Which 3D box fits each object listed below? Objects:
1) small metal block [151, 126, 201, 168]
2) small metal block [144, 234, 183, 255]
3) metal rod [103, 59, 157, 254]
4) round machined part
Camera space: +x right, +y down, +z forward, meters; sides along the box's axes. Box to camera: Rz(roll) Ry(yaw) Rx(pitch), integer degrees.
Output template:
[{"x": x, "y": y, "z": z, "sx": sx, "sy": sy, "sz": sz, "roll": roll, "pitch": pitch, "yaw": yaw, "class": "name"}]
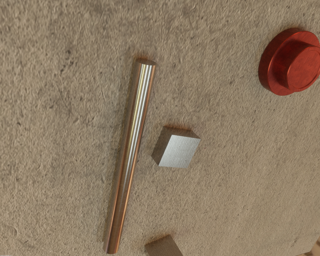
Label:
[{"x": 0.022, "y": 0.028, "z": 0.438, "sx": 0.050, "sy": 0.025, "sz": 0.050, "roll": 9, "pitch": 114, "yaw": -33, "class": "small metal block"}, {"x": 0.007, "y": 0.219, "z": 0.532, "sx": 0.050, "sy": 0.050, "sz": 0.025, "roll": -17, "pitch": 125, "yaw": -19, "class": "small metal block"}, {"x": -0.046, "y": 0.055, "z": 0.417, "sx": 0.025, "sy": 0.025, "sz": 0.298, "roll": -2, "pitch": 119, "yaw": -28, "class": "metal rod"}, {"x": 0.196, "y": -0.091, "z": 0.449, "sx": 0.099, "sy": 0.042, "sz": 0.097, "roll": -14, "pitch": 125, "yaw": -21, "class": "round machined part"}]
